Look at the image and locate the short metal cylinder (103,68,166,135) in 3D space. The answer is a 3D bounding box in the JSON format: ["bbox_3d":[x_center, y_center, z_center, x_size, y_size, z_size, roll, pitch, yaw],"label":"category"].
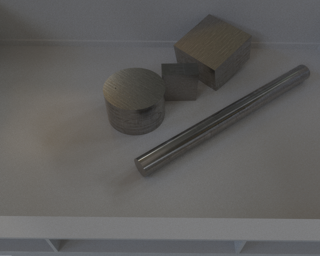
[{"bbox_3d":[-0.033,-0.037,0.419,0.081,0.050,0.080,0,50,0],"label":"short metal cylinder"}]

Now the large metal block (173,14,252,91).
[{"bbox_3d":[0.081,-0.117,0.475,0.080,0.050,0.080,-44,62,-13],"label":"large metal block"}]

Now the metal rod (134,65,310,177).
[{"bbox_3d":[0.099,-0.020,0.422,0.302,0.025,0.025,-29,56,-22],"label":"metal rod"}]

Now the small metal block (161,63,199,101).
[{"bbox_3d":[0.027,-0.065,0.444,0.050,0.050,0.025,-2,50,-2],"label":"small metal block"}]
